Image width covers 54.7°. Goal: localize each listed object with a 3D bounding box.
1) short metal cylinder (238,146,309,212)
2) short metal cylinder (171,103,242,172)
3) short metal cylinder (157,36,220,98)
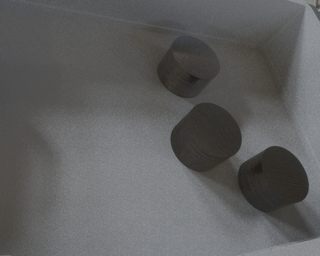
[{"bbox_3d":[0.158,0.072,0.433,0.081,0.050,0.080,14,56,-21],"label":"short metal cylinder"},{"bbox_3d":[0.061,0.013,0.417,0.081,0.050,0.080,14,56,-21],"label":"short metal cylinder"},{"bbox_3d":[0.043,-0.092,0.471,0.081,0.050,0.080,14,56,-21],"label":"short metal cylinder"}]
